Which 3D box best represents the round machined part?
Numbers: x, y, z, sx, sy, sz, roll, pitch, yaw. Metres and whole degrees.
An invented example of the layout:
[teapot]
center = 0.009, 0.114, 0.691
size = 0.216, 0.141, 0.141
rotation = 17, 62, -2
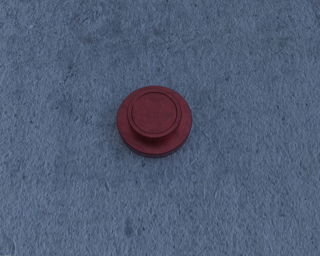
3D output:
[round machined part]
center = -0.007, -0.012, 0.404
size = 0.099, 0.042, 0.098
rotation = 0, 70, -1
